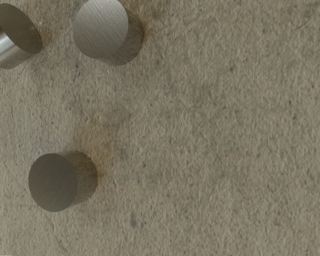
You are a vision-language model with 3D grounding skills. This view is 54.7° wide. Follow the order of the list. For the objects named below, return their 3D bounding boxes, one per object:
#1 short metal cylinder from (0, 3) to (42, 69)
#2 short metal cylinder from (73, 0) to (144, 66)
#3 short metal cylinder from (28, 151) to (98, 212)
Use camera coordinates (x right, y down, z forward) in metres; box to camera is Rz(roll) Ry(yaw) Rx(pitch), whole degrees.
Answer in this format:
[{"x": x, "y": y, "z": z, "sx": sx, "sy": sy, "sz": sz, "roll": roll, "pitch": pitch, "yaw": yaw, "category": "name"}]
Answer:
[{"x": -0.223, "y": -0.134, "z": 0.456, "sx": 0.050, "sy": 0.080, "sz": 0.080, "roll": -24, "pitch": 82, "yaw": 18, "category": "short metal cylinder"}, {"x": -0.068, "y": -0.129, "z": 0.419, "sx": 0.080, "sy": 0.050, "sz": 0.079, "roll": 0, "pitch": 90, "yaw": 19, "category": "short metal cylinder"}, {"x": -0.137, "y": 0.074, "z": 0.443, "sx": 0.080, "sy": 0.050, "sz": 0.079, "roll": 0, "pitch": 90, "yaw": 19, "category": "short metal cylinder"}]
